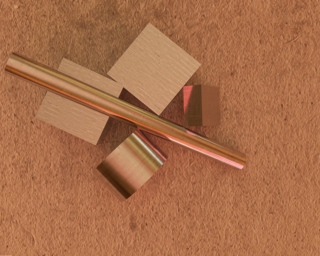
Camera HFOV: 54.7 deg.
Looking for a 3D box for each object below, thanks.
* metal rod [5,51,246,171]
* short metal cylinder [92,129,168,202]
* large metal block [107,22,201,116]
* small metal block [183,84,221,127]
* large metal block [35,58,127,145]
[{"bbox_3d":[-0.026,-0.012,0.370,0.302,0.025,0.025,23,90,-17],"label":"metal rod"},{"bbox_3d":[-0.036,0.045,0.383,0.080,0.080,0.050,-44,90,0],"label":"short metal cylinder"},{"bbox_3d":[-0.007,-0.071,0.396,0.080,0.050,0.080,39,90,0],"label":"large metal block"},{"bbox_3d":[0.054,-0.028,0.397,0.025,0.050,0.050,-2,90,36],"label":"small metal block"},{"bbox_3d":[-0.097,-0.032,0.398,0.080,0.050,0.080,25,90,0],"label":"large metal block"}]
